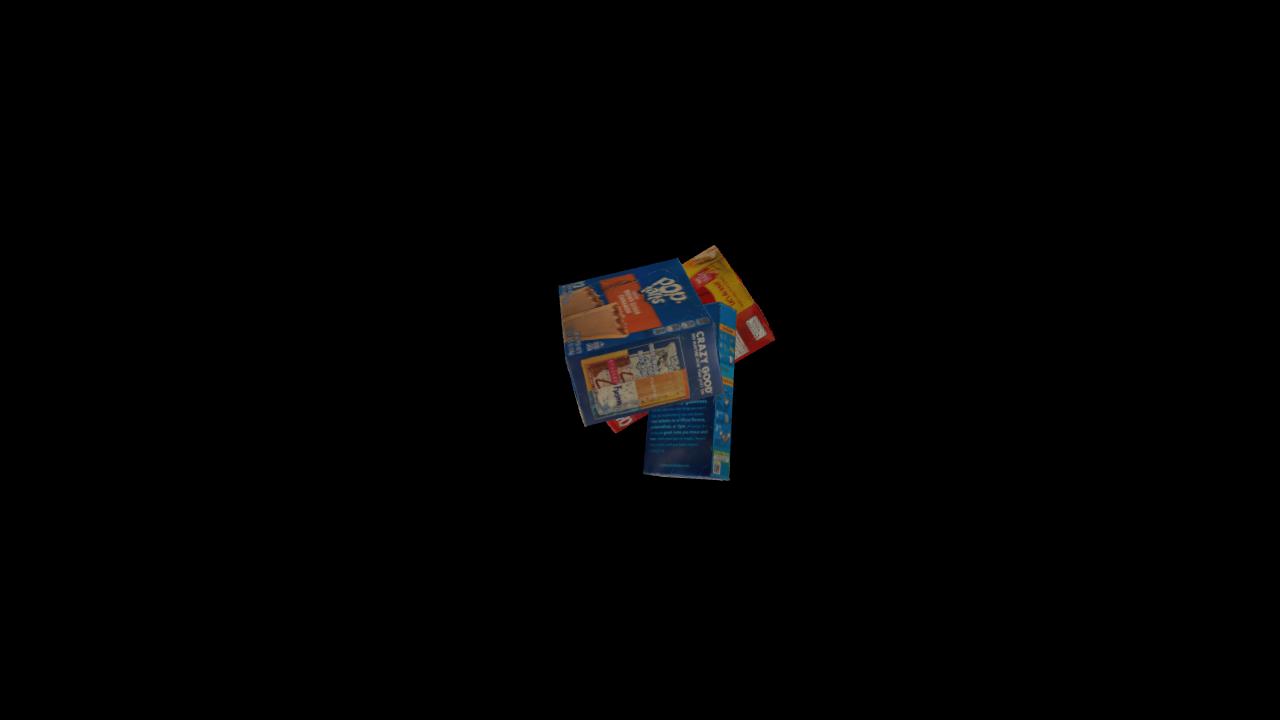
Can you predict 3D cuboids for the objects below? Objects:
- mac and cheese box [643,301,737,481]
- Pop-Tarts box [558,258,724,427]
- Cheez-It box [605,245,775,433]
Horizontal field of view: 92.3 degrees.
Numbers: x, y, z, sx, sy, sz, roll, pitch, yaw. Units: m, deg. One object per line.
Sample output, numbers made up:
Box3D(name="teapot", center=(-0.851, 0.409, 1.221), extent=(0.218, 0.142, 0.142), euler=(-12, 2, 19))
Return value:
Box3D(name="mac and cheese box", center=(0.055, 0.035, 0.665), extent=(0.093, 0.184, 0.041), euler=(-7, -18, 43))
Box3D(name="Pop-Tarts box", center=(-0.005, -0.026, 0.636), extent=(0.141, 0.083, 0.167), euler=(-13, 32, -2))
Box3D(name="Cheez-It box", center=(0.033, -0.031, 0.762), extent=(0.223, 0.071, 0.166), euler=(-30, 34, 8))
